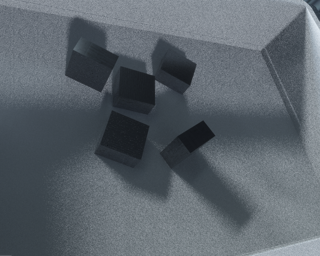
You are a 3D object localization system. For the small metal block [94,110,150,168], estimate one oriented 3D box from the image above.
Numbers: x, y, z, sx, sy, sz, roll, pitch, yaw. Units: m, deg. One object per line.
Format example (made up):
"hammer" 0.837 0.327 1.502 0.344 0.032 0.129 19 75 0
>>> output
"small metal block" -0.045 0.014 0.374 0.050 0.025 0.050 23 53 -15

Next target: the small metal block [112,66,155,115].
"small metal block" -0.035 -0.050 0.419 0.050 0.025 0.050 13 56 -22

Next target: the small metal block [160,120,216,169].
"small metal block" 0.035 0.021 0.397 0.050 0.050 0.025 -29 79 -38

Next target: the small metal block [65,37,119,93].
"small metal block" -0.087 -0.078 0.392 0.050 0.050 0.025 25 53 -13

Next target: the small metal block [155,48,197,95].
"small metal block" 0.024 -0.086 0.473 0.050 0.025 0.050 28 52 -11
